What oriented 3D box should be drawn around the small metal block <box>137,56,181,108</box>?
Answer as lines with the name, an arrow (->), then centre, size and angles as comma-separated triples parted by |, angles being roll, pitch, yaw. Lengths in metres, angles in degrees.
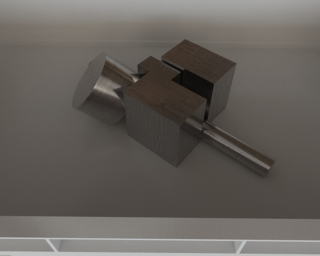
small metal block -> -0.001, -0.059, 0.407 | 0.050, 0.050, 0.025 | 33, 58, 24

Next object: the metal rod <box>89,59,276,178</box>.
metal rod -> 0.014, -0.025, 0.425 | 0.300, 0.025, 0.025 | 32, 57, 23

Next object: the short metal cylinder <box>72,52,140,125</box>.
short metal cylinder -> -0.071, -0.050, 0.401 | 0.050, 0.080, 0.080 | 29, 43, -29

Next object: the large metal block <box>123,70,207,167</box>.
large metal block -> 0.005, -0.011, 0.378 | 0.080, 0.080, 0.050 | 32, 57, 23

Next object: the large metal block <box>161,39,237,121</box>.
large metal block -> 0.049, -0.061, 0.420 | 0.080, 0.080, 0.050 | 33, 57, 24
